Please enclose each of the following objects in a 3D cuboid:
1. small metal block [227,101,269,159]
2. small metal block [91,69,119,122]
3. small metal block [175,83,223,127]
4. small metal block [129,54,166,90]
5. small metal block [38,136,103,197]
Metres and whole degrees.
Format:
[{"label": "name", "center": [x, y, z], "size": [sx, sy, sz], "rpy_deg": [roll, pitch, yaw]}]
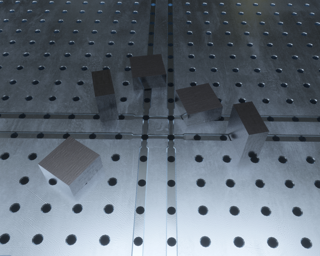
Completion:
[{"label": "small metal block", "center": [0.108, 0.003, 0.390], "size": [0.025, 0.050, 0.050], "rpy_deg": [-10, 51, -8]}, {"label": "small metal block", "center": [-0.076, -0.044, 0.429], "size": [0.025, 0.050, 0.050], "rpy_deg": [-11, 51, -9]}, {"label": "small metal block", "center": [0.053, -0.033, 0.436], "size": [0.050, 0.025, 0.050], "rpy_deg": [-13, 51, -11]}, {"label": "small metal block", "center": [-0.019, -0.087, 0.481], "size": [0.050, 0.025, 0.050], "rpy_deg": [-7, 50, -6]}, {"label": "small metal block", "center": [-0.106, 0.045, 0.370], "size": [0.050, 0.025, 0.050], "rpy_deg": [28, 55, 22]}]
